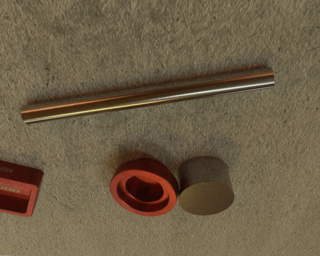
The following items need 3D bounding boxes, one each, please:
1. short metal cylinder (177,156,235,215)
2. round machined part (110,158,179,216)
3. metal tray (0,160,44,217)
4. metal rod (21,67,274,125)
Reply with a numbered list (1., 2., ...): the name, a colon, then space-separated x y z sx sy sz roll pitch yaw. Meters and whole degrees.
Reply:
1. short metal cylinder: 0.067 0.087 0.467 0.081 0.050 0.079 -1 130 0
2. round machined part: -0.020 0.082 0.458 0.098 0.042 0.097 7 127 9
3. metal tray: -0.255 0.089 0.475 0.131 0.030 0.089 17 128 -14
4. metal rod: -0.019 -0.038 0.374 0.302 0.025 0.025 -8 130 6
